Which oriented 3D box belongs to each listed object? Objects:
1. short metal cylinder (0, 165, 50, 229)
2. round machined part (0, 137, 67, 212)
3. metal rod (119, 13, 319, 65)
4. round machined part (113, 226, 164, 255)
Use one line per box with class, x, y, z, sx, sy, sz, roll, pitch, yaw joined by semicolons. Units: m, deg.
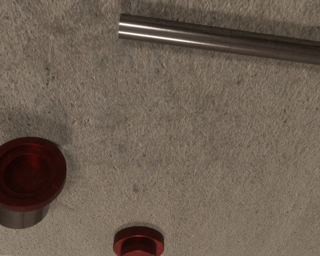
short metal cylinder;-0.201;0.098;0.451;0.081;0.080;0.050;14;129;-13
round machined part;-0.177;0.064;0.415;0.099;0.098;0.042;12;147;-10
metal rod;0.108;-0.089;0.333;0.302;0.025;0.025;6;130;-6
round machined part;-0.041;0.234;0.595;0.099;0.042;0.097;-1;130;0
